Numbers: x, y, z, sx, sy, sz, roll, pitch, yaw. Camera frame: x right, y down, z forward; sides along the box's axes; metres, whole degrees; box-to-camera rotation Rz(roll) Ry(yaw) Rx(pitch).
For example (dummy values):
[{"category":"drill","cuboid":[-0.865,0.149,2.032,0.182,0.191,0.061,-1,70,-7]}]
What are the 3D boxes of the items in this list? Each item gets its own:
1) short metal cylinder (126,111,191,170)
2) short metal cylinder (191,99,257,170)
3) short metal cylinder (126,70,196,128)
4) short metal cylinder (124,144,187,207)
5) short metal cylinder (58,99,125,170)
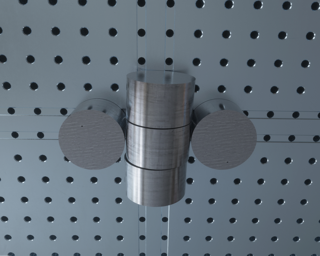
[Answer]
[{"category":"short metal cylinder","cuboid":[-0.002,0.011,0.388,0.081,0.080,0.050,2,110,-1]},{"category":"short metal cylinder","cuboid":[0.079,0.007,0.403,0.081,0.050,0.079,0,110,-1]},{"category":"short metal cylinder","cuboid":[0.000,-0.037,0.370,0.081,0.080,0.050,2,110,-1]},{"category":"short metal cylinder","cuboid":[-0.006,0.059,0.405,0.081,0.080,0.050,1,110,-1]},{"category":"short metal cylinder","cuboid":[-0.083,0.007,0.401,0.081,0.050,0.079,0,110,-1]}]
